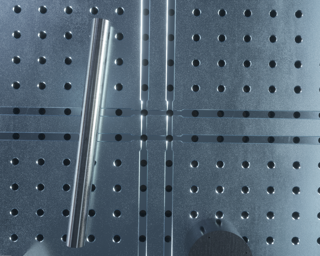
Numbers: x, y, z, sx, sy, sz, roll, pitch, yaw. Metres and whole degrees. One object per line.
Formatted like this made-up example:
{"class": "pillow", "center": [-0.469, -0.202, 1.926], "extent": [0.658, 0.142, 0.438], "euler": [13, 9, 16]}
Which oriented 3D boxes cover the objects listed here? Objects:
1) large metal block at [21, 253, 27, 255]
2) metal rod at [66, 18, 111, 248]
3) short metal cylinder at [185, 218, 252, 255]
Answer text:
{"class": "large metal block", "center": [-0.204, 0.225, 0.399], "extent": [0.080, 0.050, 0.080], "euler": [-25, 90, 0]}
{"class": "metal rod", "center": [-0.095, 0.006, 0.412], "extent": [0.025, 0.025, 0.298], "euler": [7, 90, 0]}
{"class": "short metal cylinder", "center": [0.073, 0.164, 0.401], "extent": [0.081, 0.050, 0.080], "euler": [0, 90, 0]}
